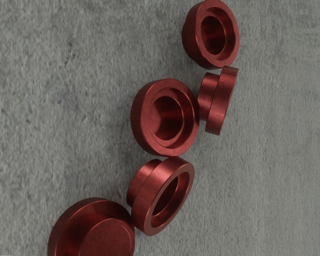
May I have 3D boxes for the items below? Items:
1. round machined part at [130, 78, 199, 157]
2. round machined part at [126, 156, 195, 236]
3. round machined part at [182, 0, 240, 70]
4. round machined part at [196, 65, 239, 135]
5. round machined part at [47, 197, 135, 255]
[{"bbox_3d":[0.002,-0.012,0.397,0.099,0.042,0.097,0,90,-40],"label":"round machined part"},{"bbox_3d":[-0.003,0.076,0.375,0.099,0.042,0.097,-40,146,-35],"label":"round machined part"},{"bbox_3d":[0.070,-0.134,0.455,0.099,0.042,0.097,0,90,-40],"label":"round machined part"},{"bbox_3d":[0.077,-0.041,0.439,0.098,0.042,0.097,15,91,-79],"label":"round machined part"},{"bbox_3d":[-0.067,0.129,0.340,0.099,0.042,0.097,0,90,-40],"label":"round machined part"}]
